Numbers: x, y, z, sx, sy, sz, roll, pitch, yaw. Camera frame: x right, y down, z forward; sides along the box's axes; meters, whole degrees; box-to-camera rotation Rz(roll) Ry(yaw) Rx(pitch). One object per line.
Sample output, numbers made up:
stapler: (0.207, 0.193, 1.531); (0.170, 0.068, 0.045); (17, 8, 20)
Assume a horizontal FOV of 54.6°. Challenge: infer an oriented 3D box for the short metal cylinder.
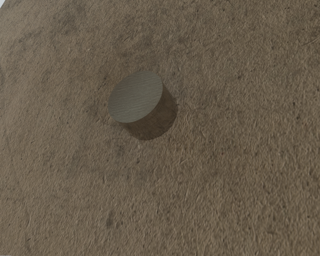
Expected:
short metal cylinder: (-0.023, -0.030, 0.419); (0.080, 0.050, 0.080); (-13, 56, 21)
